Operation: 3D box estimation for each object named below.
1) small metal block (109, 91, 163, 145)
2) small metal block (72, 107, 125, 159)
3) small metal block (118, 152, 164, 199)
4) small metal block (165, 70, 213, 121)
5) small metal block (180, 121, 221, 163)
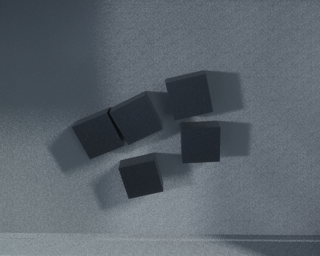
[{"bbox_3d":[-0.030,-0.013,0.406,0.050,0.025,0.050,-25,108,9],"label":"small metal block"},{"bbox_3d":[-0.080,0.007,0.413,0.050,0.025,0.050,-22,109,7],"label":"small metal block"},{"bbox_3d":[-0.026,0.067,0.436,0.050,0.025,0.050,-13,110,4],"label":"small metal block"},{"bbox_3d":[0.037,-0.042,0.396,0.050,0.025,0.050,-13,110,4],"label":"small metal block"},{"bbox_3d":[0.054,0.019,0.419,0.050,0.025,0.050,-3,110,1],"label":"small metal block"}]
